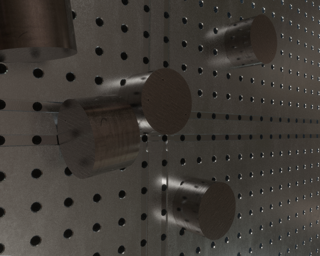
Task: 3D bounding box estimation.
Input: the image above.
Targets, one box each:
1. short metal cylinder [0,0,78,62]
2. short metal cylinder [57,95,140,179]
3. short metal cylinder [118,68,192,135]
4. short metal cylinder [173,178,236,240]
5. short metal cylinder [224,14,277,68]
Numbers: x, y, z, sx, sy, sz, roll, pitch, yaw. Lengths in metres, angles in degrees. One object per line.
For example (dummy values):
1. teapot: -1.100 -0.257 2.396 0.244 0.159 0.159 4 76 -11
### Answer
1. short metal cylinder: -0.118 -0.090 0.275 0.081 0.080 0.050 -11 98 -40
2. short metal cylinder: -0.065 0.007 0.320 0.050 0.080 0.079 -11 97 -40
3. short metal cylinder: -0.006 -0.032 0.390 0.081 0.050 0.079 0 90 -40
4. short metal cylinder: 0.065 0.115 0.450 0.081 0.050 0.079 0 90 -40
5. short metal cylinder: 0.155 -0.145 0.525 0.081 0.050 0.079 0 90 -40
